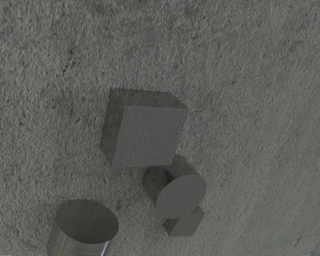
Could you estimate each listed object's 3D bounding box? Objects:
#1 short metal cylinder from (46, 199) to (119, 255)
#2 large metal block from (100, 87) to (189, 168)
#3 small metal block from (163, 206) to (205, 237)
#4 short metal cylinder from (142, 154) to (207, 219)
[{"bbox_3d":[-0.100,0.138,0.402,0.081,0.080,0.050,9,114,-33],"label":"short metal cylinder"},{"bbox_3d":[-0.021,0.000,0.379,0.081,0.050,0.079,1,118,-29],"label":"large metal block"},{"bbox_3d":[0.041,0.156,0.526,0.050,0.025,0.050,13,112,-34],"label":"small metal block"},{"bbox_3d":[0.021,0.086,0.455,0.081,0.050,0.079,-14,124,-21],"label":"short metal cylinder"}]
